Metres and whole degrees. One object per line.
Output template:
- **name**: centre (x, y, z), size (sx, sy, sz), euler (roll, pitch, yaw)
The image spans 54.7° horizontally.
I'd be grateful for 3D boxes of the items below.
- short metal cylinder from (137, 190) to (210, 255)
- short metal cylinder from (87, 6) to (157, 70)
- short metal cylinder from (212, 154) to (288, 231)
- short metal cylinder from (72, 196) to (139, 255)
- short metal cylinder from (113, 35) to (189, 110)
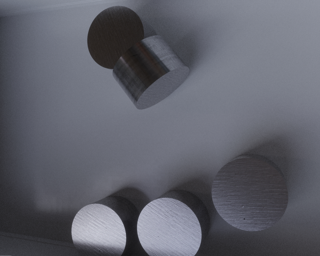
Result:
- **short metal cylinder**: centre (0.018, 0.122, 0.391), size (0.080, 0.050, 0.080), euler (0, 90, 20)
- **short metal cylinder**: centre (-0.049, -0.114, 0.414), size (0.080, 0.050, 0.080), euler (0, 90, 20)
- **short metal cylinder**: centre (0.105, 0.072, 0.360), size (0.080, 0.050, 0.080), euler (0, 90, 20)
- **short metal cylinder**: centre (-0.071, 0.137, 0.422), size (0.080, 0.050, 0.080), euler (0, 90, 20)
- **short metal cylinder**: centre (-0.011, -0.067, 0.385), size (0.080, 0.080, 0.050), euler (-40, 78, 15)
